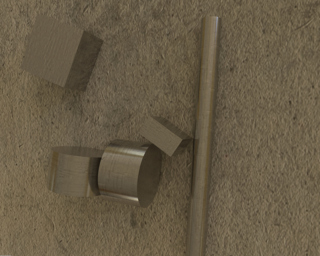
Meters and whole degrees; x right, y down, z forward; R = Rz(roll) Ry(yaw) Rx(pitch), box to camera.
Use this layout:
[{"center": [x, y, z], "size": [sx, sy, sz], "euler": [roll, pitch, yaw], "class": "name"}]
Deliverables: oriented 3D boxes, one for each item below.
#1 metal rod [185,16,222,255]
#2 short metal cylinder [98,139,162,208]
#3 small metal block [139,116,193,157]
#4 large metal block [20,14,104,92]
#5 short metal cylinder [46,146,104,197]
[{"center": [0.055, 0.014, 0.389], "size": [0.025, 0.025, 0.298], "euler": [4, 91, 19], "class": "metal rod"}, {"center": [-0.035, 0.056, 0.391], "size": [0.050, 0.080, 0.079], "euler": [7, 92, 19], "class": "short metal cylinder"}, {"center": [0.008, 0.009, 0.392], "size": [0.050, 0.050, 0.025], "euler": [36, 102, 16], "class": "small metal block"}, {"center": [-0.140, -0.106, 0.444], "size": [0.080, 0.050, 0.080], "euler": [24, 98, 18], "class": "large metal block"}, {"center": [-0.107, 0.056, 0.416], "size": [0.080, 0.080, 0.050], "euler": [9, 93, 19], "class": "short metal cylinder"}]
